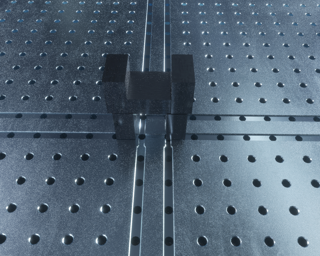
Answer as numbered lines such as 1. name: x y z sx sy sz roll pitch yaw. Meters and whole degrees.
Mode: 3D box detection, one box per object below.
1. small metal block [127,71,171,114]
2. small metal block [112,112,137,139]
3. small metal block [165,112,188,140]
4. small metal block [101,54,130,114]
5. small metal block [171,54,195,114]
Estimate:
1. small metal block: -0.013 -0.044 0.380 0.050 0.025 0.050 1 50 0
2. small metal block: -0.045 -0.020 0.407 0.025 0.050 0.050 1 50 0
3. small metal block: 0.020 -0.020 0.408 0.025 0.050 0.050 -1 50 -1
4. small metal block: -0.050 -0.052 0.369 0.025 0.050 0.050 0 50 0
5. small metal block: 0.026 -0.052 0.369 0.025 0.050 0.050 0 50 0
